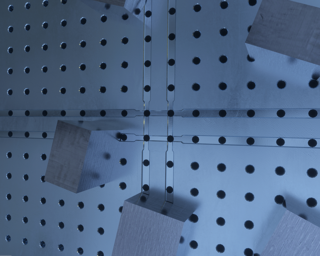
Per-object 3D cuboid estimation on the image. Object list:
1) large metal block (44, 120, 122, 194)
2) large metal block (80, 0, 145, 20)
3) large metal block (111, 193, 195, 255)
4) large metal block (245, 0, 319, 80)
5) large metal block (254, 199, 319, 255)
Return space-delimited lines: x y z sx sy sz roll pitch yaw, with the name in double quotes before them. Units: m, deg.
"large metal block" -0.101 0.035 0.420 0.050 0.080 0.080 16 96 19
"large metal block" -0.061 -0.202 0.421 0.080 0.050 0.080 19 97 19
"large metal block" -0.009 0.139 0.403 0.080 0.050 0.080 15 95 19
"large metal block" 0.143 -0.094 0.333 0.080 0.080 0.050 23 98 18
"large metal block" 0.159 0.139 0.343 0.080 0.050 0.080 28 99 17
